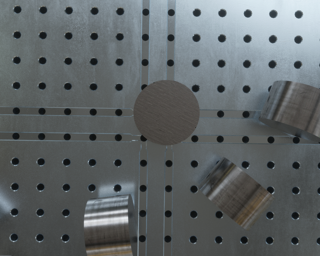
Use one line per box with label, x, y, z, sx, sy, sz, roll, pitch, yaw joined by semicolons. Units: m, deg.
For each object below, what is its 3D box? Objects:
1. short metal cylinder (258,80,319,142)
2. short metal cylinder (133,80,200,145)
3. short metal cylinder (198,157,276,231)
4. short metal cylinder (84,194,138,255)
short metal cylinder;0.172;-0.020;0.387;0.080;0.080;0.050;22;90;0
short metal cylinder;0.008;-0.019;0.401;0.081;0.050;0.079;0;90;0
short metal cylinder;0.094;0.081;0.387;0.080;0.080;0.050;40;90;0
short metal cylinder;-0.059;0.125;0.385;0.050;0.080;0.080;-7;90;0
